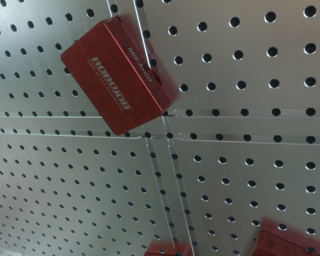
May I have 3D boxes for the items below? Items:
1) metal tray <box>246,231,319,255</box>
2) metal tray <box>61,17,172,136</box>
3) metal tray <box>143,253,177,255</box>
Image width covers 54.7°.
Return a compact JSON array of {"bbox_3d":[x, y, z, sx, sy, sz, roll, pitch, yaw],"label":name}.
[{"bbox_3d":[0.168,0.219,0.454,0.090,0.030,0.129,22,127,14],"label":"metal tray"},{"bbox_3d":[-0.057,-0.061,0.398,0.090,0.030,0.130,-24,106,36],"label":"metal tray"},{"bbox_3d":[0.023,0.294,0.575,0.090,0.030,0.129,-10,114,32],"label":"metal tray"}]
